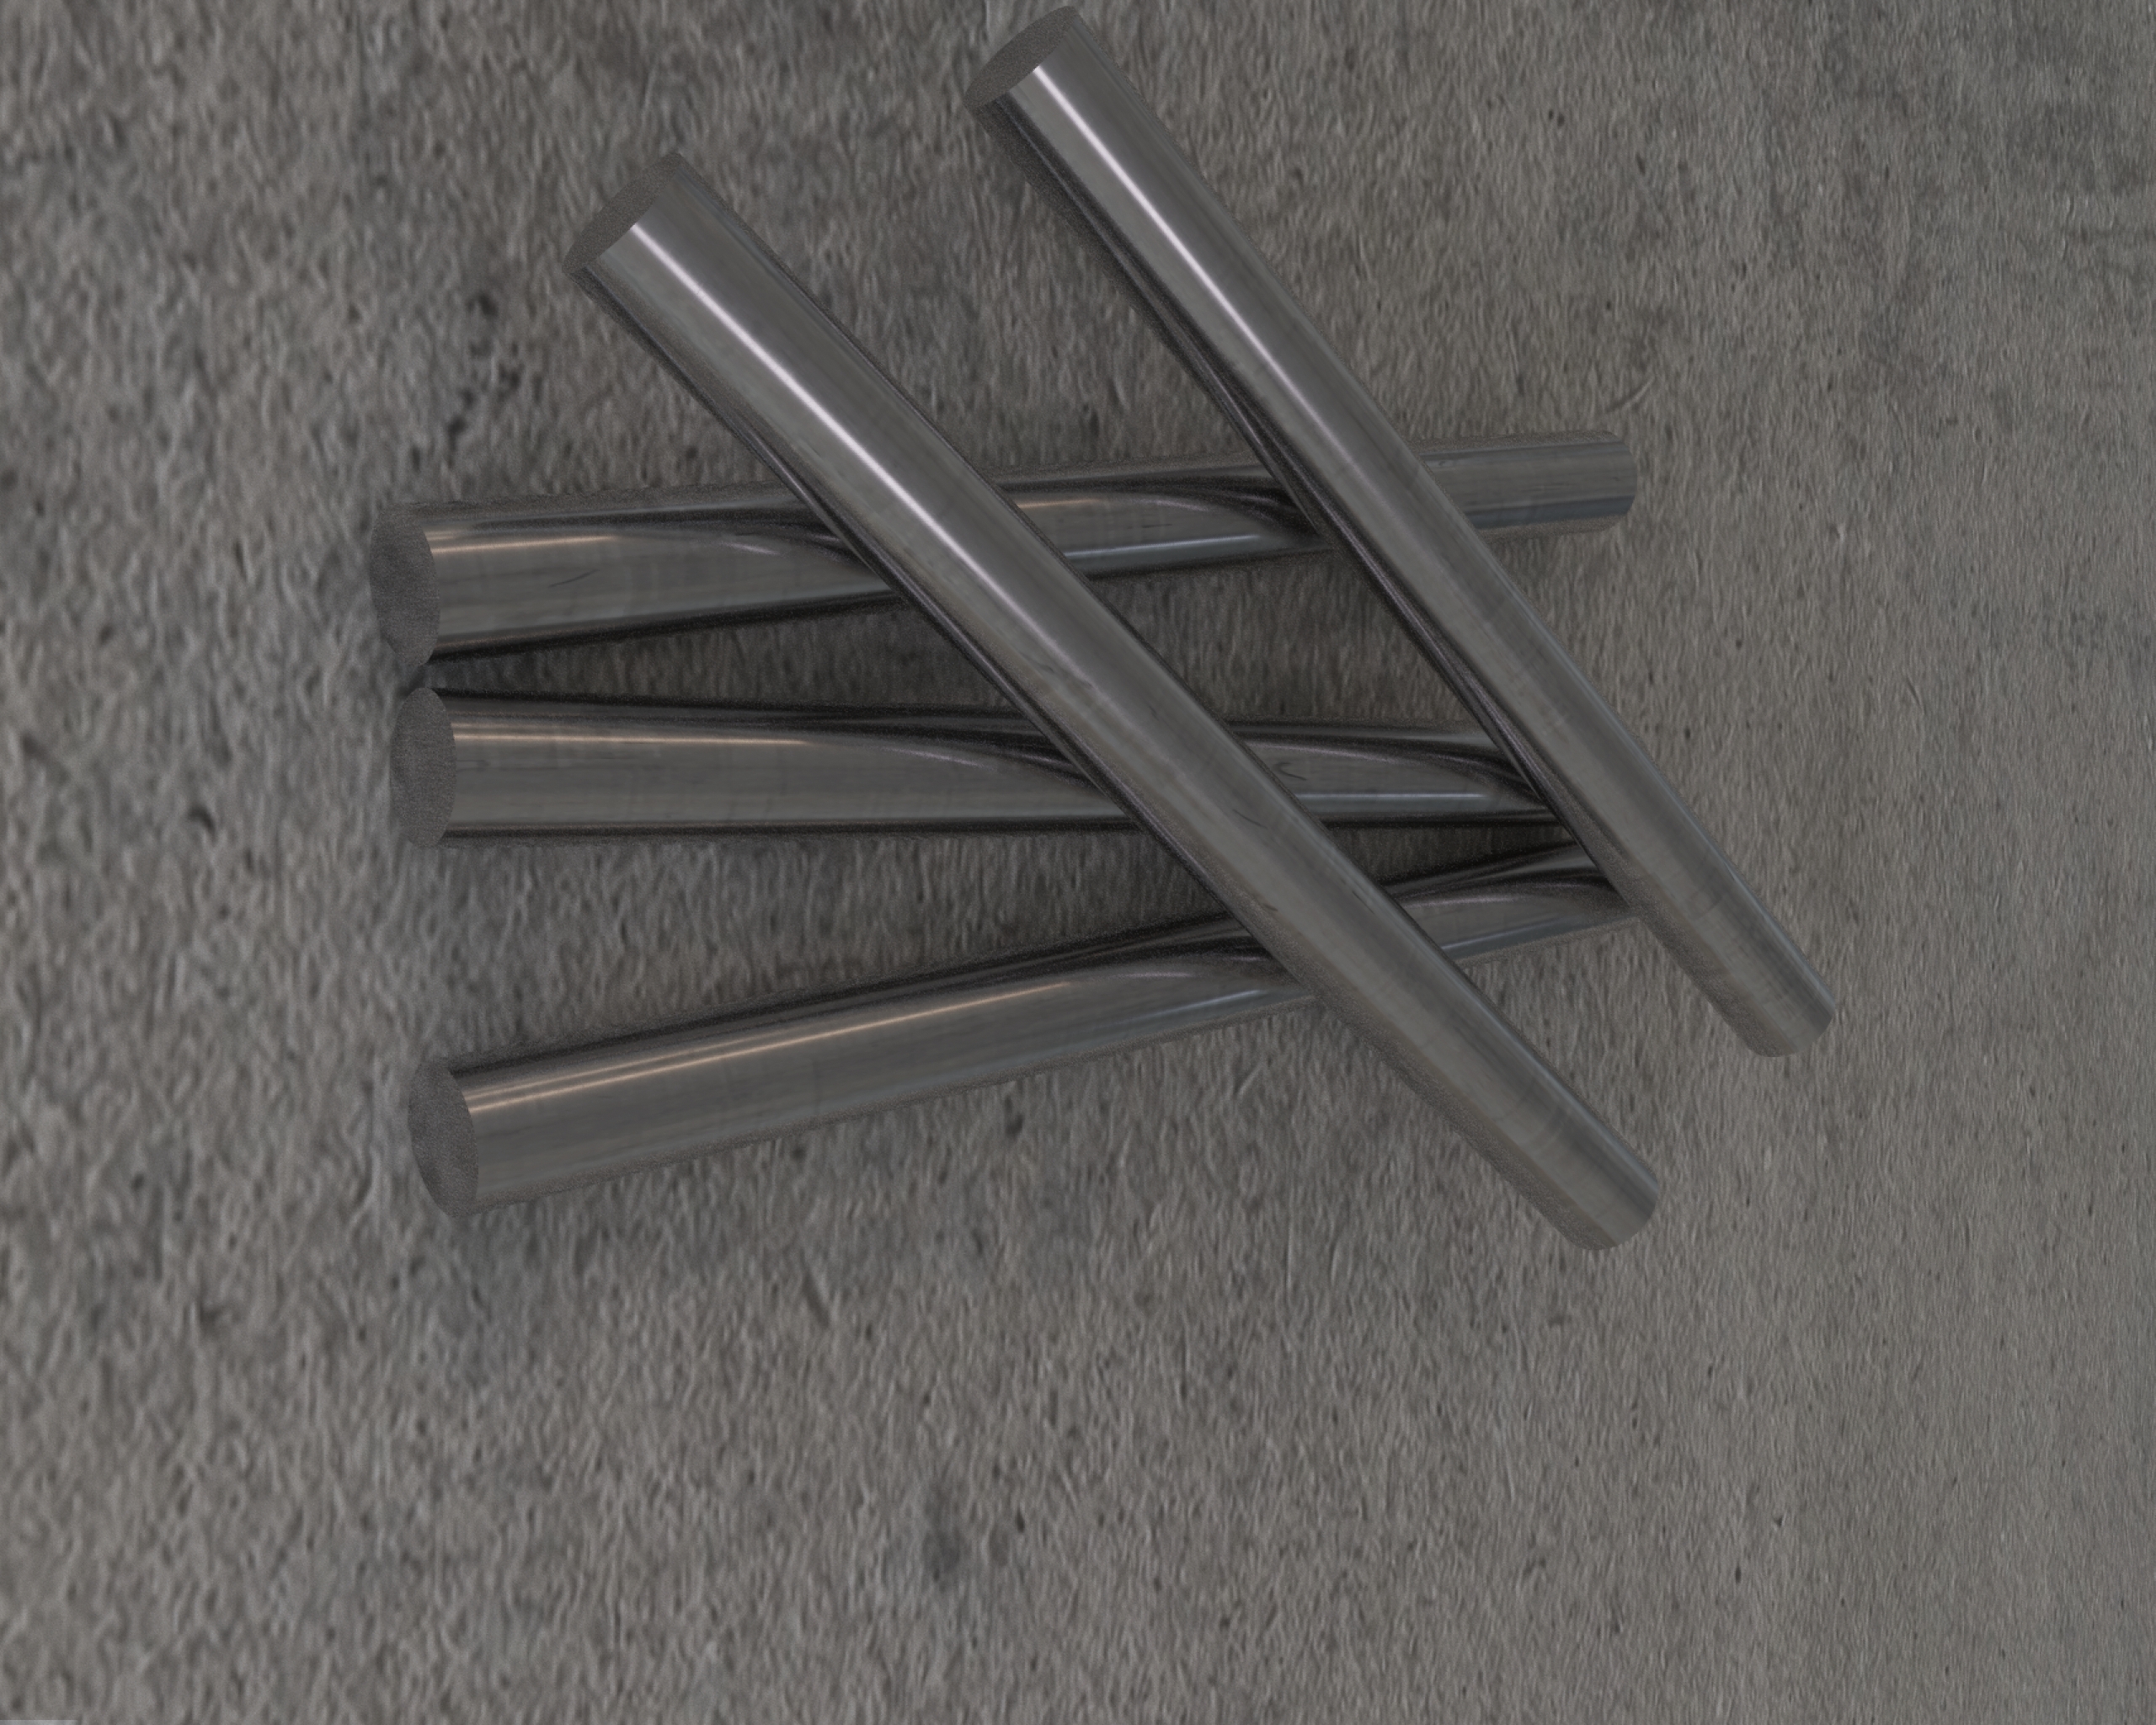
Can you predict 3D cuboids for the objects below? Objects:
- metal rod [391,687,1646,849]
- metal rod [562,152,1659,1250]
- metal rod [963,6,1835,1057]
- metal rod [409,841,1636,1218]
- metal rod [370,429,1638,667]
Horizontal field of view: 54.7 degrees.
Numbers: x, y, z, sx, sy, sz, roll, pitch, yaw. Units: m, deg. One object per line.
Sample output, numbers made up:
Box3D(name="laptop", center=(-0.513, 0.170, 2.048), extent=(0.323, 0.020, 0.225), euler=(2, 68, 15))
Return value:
Box3D(name="metal rod", center=(0.015, -0.018, 0.417), extent=(0.302, 0.025, 0.025), euler=(-2, 91, -40))
Box3D(name="metal rod", center=(0.025, -0.010, 0.391), extent=(0.300, 0.025, 0.025), euler=(43, 64, -32))
Box3D(name="metal rod", center=(0.083, -0.051, 0.439), extent=(0.300, 0.025, 0.025), euler=(44, 64, -31))
Box3D(name="metal rod", center=(0.017, 0.024, 0.418), extent=(0.302, 0.025, 0.025), euler=(-9, 96, -40))
Box3D(name="metal rod", center=(0.012, -0.068, 0.413), extent=(0.302, 0.025, 0.025), euler=(-13, 98, -39))
